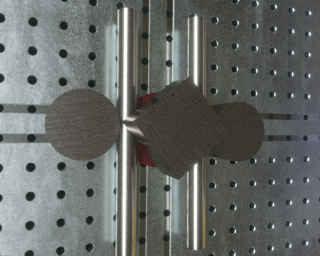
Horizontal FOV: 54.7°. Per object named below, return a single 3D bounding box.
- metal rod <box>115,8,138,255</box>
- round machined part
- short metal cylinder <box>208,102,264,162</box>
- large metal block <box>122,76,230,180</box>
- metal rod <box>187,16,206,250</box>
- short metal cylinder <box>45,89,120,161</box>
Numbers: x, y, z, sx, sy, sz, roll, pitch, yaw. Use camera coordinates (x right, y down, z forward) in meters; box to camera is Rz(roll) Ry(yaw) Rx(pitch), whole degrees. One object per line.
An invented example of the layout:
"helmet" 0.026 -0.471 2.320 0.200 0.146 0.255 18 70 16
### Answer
"metal rod" -0.040 0.008 0.375 0.025 0.025 0.298 1 90 -20
"round machined part" -0.001 0.003 0.404 0.099 0.042 0.097 0 90 -20
"short metal cylinder" 0.097 0.005 0.434 0.081 0.050 0.080 0 90 -20
"large metal block" 0.017 -0.001 0.355 0.080 0.050 0.080 -40 103 -16
"metal rod" 0.048 0.007 0.408 0.025 0.025 0.298 0 90 -20
"short metal cylinder" -0.093 -0.004 0.365 0.081 0.050 0.080 0 90 -20
